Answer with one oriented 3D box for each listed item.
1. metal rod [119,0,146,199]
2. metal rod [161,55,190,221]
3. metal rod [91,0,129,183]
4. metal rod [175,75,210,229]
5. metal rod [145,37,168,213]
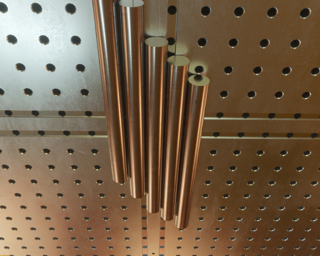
[{"bbox_3d":[-0.032,-0.010,0.401,0.025,0.025,0.298,1,130,-1],"label":"metal rod"},{"bbox_3d":[0.017,0.038,0.443,0.025,0.025,0.298,1,130,-1],"label":"metal rod"},{"bbox_3d":[-0.057,-0.039,0.377,0.025,0.025,0.298,1,130,-1],"label":"metal rod"},{"bbox_3d":[0.042,0.057,0.460,0.025,0.025,0.298,1,130,-1],"label":"metal rod"},{"bbox_3d":[-0.007,0.021,0.428,0.025,0.025,0.298,1,130,-1],"label":"metal rod"}]
